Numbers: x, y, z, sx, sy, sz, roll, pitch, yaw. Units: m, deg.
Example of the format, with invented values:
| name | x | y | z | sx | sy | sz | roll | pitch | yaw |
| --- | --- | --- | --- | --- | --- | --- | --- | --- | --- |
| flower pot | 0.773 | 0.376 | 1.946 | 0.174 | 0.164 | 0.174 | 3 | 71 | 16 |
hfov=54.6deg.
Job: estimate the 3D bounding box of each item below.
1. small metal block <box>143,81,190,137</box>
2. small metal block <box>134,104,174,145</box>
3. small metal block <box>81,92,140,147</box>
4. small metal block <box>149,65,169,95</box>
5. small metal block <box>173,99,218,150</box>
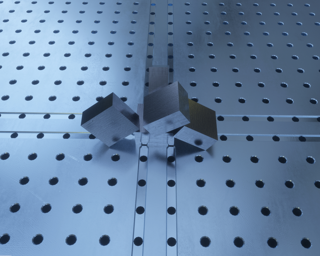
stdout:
| name | x | y | z | sx | sy | sz | roll | pitch | yaw |
| --- | --- | --- | --- | --- | --- | --- | --- | --- | --- |
| small metal block | 0.007 | -0.023 | 0.380 | 0.050 | 0.025 | 0.050 | -23 | 45 | 24 |
| small metal block | -0.006 | -0.005 | 0.413 | 0.050 | 0.025 | 0.050 | 2 | 50 | 2 |
| small metal block | -0.061 | -0.009 | 0.386 | 0.050 | 0.050 | 0.025 | -30 | 41 | 21 |
| small metal block | -0.001 | -0.061 | 0.429 | 0.025 | 0.050 | 0.050 | 2 | 14 | 2 |
| small metal block | 0.045 | -0.006 | 0.399 | 0.050 | 0.025 | 0.050 | 23 | 46 | -21 |
